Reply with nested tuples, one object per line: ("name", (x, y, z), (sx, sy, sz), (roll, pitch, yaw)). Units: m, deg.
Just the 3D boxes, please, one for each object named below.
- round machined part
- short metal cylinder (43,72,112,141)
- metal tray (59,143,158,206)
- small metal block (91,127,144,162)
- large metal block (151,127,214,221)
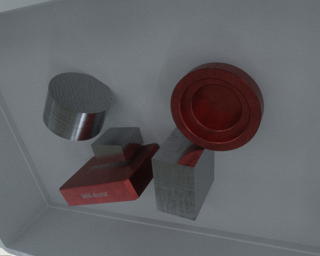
("round machined part", (0.065, -0.026, 0.346), (0.098, 0.042, 0.097), (12, 122, 20))
("short metal cylinder", (-0.109, -0.029, 0.411), (0.080, 0.080, 0.050), (33, 129, 6))
("metal tray", (-0.068, 0.067, 0.441), (0.130, 0.090, 0.030), (-13, 111, 33))
("small metal block", (-0.059, 0.022, 0.436), (0.050, 0.050, 0.025), (0, 118, 28))
("large metal block", (0.033, 0.053, 0.388), (0.050, 0.080, 0.079), (9, 123, 23))
